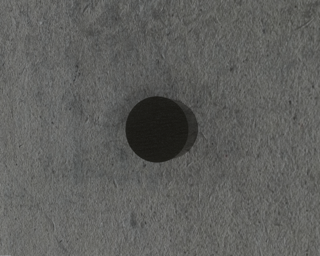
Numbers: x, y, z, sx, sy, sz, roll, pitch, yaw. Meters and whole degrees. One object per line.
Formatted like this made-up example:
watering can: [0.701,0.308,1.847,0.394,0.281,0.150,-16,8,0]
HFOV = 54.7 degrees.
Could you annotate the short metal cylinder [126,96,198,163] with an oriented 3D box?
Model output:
short metal cylinder: [0.004,0.002,0.395,0.080,0.050,0.079,0,90,19]
